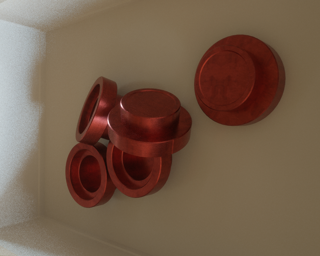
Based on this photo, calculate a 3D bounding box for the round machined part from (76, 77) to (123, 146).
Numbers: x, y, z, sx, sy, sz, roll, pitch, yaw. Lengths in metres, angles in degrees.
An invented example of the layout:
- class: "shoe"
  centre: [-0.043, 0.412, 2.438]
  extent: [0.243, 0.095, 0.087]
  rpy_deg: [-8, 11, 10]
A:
- class: "round machined part"
  centre: [-0.082, -0.021, 0.443]
  extent: [0.097, 0.042, 0.098]
  rpy_deg: [-44, 34, 43]

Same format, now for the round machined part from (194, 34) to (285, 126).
- class: "round machined part"
  centre: [0.077, -0.051, 0.331]
  extent: [0.098, 0.042, 0.097]
  rpy_deg: [0, 90, 39]

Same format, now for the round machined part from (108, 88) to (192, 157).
- class: "round machined part"
  centre: [-0.011, -0.013, 0.362]
  extent: [0.098, 0.099, 0.042]
  rpy_deg: [33, 134, 35]

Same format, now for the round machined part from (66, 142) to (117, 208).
- class: "round machined part"
  centre: [-0.098, 0.069, 0.474]
  extent: [0.098, 0.042, 0.097]
  rpy_deg: [0, 90, 39]

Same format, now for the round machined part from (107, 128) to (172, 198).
- class: "round machined part"
  centre: [-0.023, 0.040, 0.413]
  extent: [0.098, 0.042, 0.097]
  rpy_deg: [0, 90, 39]
